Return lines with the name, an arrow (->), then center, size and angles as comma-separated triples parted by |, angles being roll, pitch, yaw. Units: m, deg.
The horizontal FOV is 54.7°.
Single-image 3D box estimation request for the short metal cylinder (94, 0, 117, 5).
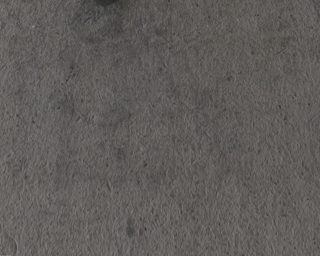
short metal cylinder -> -0.087, -0.234, 0.464 | 0.050, 0.080, 0.080 | 43, 76, 14
